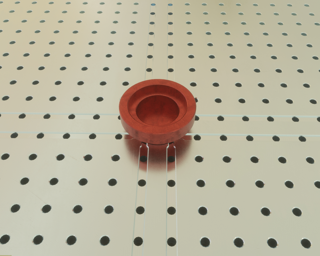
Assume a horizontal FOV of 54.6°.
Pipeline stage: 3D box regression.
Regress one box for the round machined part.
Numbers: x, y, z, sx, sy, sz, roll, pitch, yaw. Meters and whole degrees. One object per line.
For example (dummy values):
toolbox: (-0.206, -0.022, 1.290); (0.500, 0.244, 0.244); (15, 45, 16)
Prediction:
round machined part: (-0.003, -0.017, 0.410); (0.099, 0.042, 0.098); (0, 50, 0)
